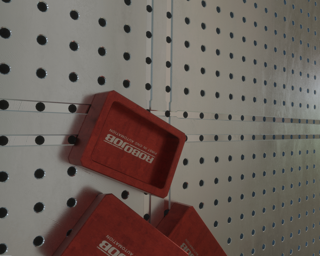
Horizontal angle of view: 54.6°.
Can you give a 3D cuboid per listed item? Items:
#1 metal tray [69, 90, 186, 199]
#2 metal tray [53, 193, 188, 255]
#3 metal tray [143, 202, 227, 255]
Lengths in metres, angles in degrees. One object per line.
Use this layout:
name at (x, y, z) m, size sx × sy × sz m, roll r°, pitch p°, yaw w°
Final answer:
metal tray at (-0.032, 0.023, 0.377) m, size 0.131 × 0.030 × 0.090 m, roll 31°, pitch 71°, yaw -36°
metal tray at (-0.040, 0.147, 0.348) m, size 0.130 × 0.030 × 0.090 m, roll 42°, pitch 63°, yaw -13°
metal tray at (0.040, 0.181, 0.438) m, size 0.090 × 0.030 × 0.130 m, roll -48°, pitch 119°, yaw -29°
